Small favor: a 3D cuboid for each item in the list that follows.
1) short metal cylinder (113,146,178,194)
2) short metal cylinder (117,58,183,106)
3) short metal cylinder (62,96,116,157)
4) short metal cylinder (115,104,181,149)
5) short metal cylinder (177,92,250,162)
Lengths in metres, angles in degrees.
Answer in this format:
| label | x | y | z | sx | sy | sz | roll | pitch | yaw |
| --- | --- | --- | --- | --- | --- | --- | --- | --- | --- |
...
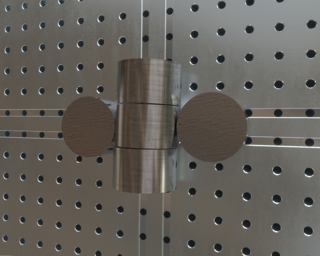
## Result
| label | x | y | z | sx | sy | sz | roll | pitch | yaw |
| --- | --- | --- | --- | --- | --- | --- | --- | --- | --- |
| short metal cylinder | -0.018 | 0.048 | 0.388 | 0.080 | 0.080 | 0.050 | 1 | 91 | 19 |
| short metal cylinder | -0.013 | -0.054 | 0.386 | 0.080 | 0.080 | 0.050 | 3 | 91 | 19 |
| short metal cylinder | -0.086 | -0.002 | 0.428 | 0.080 | 0.050 | 0.079 | 0 | 90 | 19 |
| short metal cylinder | -0.015 | -0.002 | 0.387 | 0.080 | 0.080 | 0.050 | 2 | 91 | 19 |
| short metal cylinder | 0.066 | -0.001 | 0.375 | 0.080 | 0.050 | 0.079 | 0 | 90 | 19 |
